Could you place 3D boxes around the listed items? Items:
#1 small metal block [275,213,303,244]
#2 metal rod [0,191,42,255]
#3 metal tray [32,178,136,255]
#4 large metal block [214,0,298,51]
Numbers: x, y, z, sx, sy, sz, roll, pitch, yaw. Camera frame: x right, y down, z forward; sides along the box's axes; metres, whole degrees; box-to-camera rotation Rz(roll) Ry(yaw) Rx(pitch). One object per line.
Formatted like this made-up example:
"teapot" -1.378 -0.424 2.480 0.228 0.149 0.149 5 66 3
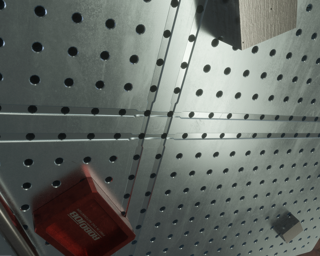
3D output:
"small metal block" 0.301 0.234 0.720 0.050 0.025 0.050 -38 129 -3
"metal rod" -0.194 0.083 0.356 0.025 0.025 0.298 -21 127 -16
"metal tray" -0.102 0.140 0.438 0.090 0.030 0.130 -33 129 -7
"large metal block" 0.112 -0.149 0.364 0.080 0.050 0.080 -25 128 -13
